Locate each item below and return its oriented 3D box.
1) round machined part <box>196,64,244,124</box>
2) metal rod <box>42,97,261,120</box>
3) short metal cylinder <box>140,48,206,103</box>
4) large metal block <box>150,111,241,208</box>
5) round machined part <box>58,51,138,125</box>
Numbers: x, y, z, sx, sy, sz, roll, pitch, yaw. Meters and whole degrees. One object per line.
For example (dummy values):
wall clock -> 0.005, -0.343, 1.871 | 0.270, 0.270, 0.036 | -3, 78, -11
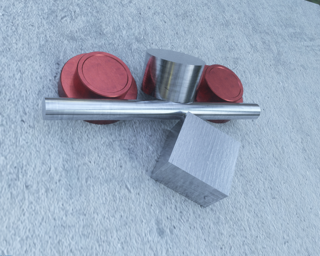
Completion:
round machined part -> 0.088, -0.059, 0.478 | 0.099, 0.042, 0.098 | 14, 56, -21
metal rod -> 0.011, -0.023, 0.398 | 0.303, 0.025, 0.025 | -1, 62, -29
short metal cylinder -> 0.016, -0.072, 0.418 | 0.081, 0.050, 0.080 | 11, 23, -4
large metal block -> 0.046, 0.040, 0.387 | 0.080, 0.050, 0.080 | 31, 52, -9
round machined part -> -0.074, -0.056, 0.388 | 0.099, 0.042, 0.098 | 14, 56, -21
